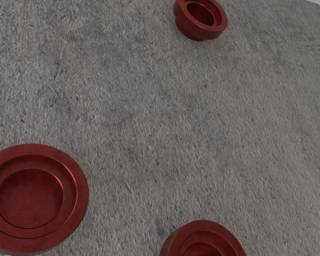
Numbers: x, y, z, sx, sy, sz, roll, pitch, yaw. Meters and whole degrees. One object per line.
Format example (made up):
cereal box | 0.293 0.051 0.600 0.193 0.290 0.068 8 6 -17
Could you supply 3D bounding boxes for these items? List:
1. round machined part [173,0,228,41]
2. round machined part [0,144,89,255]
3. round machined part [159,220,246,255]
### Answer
round machined part | 0.067 -0.193 0.546 0.099 0.042 0.098 14 56 -21
round machined part | -0.120 0.067 0.287 0.099 0.042 0.098 14 56 -21
round machined part | 0.042 0.150 0.323 0.099 0.042 0.098 14 56 -21
